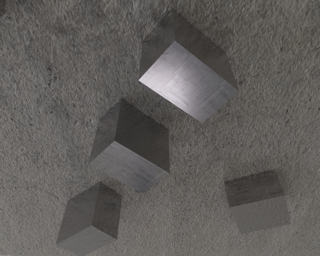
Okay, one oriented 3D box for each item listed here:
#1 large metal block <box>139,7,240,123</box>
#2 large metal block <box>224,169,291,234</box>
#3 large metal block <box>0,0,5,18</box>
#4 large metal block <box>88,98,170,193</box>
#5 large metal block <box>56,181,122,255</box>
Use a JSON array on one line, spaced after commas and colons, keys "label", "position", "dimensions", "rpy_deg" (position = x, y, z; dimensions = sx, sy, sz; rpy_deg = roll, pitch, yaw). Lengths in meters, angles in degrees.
[{"label": "large metal block", "position": [0.028, -0.065, 0.316], "dimensions": [0.080, 0.080, 0.050], "rpy_deg": [32, 123, -24]}, {"label": "large metal block", "position": [0.155, 0.119, 0.494], "dimensions": [0.080, 0.050, 0.080], "rpy_deg": [-17, 128, 13]}, {"label": "large metal block", "position": [-0.184, -0.141, 0.268], "dimensions": [0.081, 0.050, 0.079], "rpy_deg": [17, 128, -14]}, {"label": "large metal block", "position": [-0.035, 0.022, 0.389], "dimensions": [0.080, 0.080, 0.050], "rpy_deg": [34, 122, -26]}, {"label": "large metal block", "position": [-0.110, 0.145, 0.493], "dimensions": [0.080, 0.080, 0.050], "rpy_deg": [-33, 123, 24]}]
